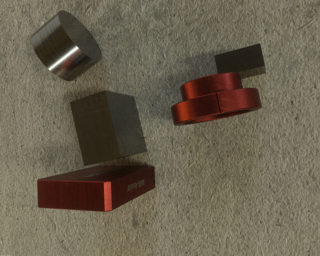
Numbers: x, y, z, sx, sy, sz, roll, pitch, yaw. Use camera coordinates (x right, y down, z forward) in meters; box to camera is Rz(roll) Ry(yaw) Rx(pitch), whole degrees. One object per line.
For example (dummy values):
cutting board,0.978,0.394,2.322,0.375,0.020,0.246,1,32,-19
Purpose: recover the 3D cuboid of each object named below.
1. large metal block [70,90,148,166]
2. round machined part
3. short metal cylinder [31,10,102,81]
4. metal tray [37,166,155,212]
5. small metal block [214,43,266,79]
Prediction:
large metal block,-0.063,0.001,0.402,0.050,0.080,0.080,-16,85,19
round machined part,0.060,-0.033,0.349,0.098,0.098,0.042,-12,86,19
short metal cylinder,-0.126,-0.111,0.424,0.050,0.080,0.080,-33,80,17
metal tray,-0.070,0.069,0.378,0.090,0.130,0.030,-2,90,20
small metal block,0.095,-0.074,0.362,0.050,0.050,0.025,-12,86,19
